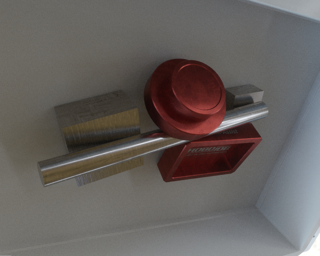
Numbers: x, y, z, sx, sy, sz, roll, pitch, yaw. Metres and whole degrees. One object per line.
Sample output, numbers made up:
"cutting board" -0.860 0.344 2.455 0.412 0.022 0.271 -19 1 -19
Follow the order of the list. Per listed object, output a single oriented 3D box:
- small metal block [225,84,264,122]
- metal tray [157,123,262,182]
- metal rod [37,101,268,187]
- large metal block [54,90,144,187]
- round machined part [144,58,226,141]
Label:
"small metal block" 0.119 -0.033 0.453 0.050 0.025 0.050 -11 123 -23
"metal tray" 0.071 0.035 0.448 0.131 0.030 0.089 -2 139 -29
"metal rod" 0.015 0.009 0.364 0.303 0.025 0.025 -15 125 -29
"large metal block" -0.069 0.011 0.360 0.081 0.050 0.079 -17 125 -19
"round machined part" 0.035 -0.038 0.354 0.099 0.098 0.042 -5 161 -27
